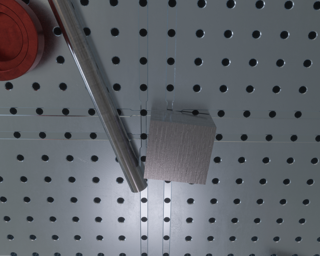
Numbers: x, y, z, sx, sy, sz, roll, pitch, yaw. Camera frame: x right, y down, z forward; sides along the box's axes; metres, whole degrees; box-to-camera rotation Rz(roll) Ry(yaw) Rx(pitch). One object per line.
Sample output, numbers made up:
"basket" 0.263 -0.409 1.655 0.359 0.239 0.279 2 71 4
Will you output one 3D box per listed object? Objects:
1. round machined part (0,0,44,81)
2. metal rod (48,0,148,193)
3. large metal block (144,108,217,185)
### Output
"round machined part" -0.185 -0.107 0.363 0.099 0.042 0.097 0 110 0
"metal rod" -0.078 -0.047 0.395 0.025 0.025 0.298 -18 109 6
"large metal block" 0.024 0.023 0.409 0.081 0.050 0.079 6 110 -3
